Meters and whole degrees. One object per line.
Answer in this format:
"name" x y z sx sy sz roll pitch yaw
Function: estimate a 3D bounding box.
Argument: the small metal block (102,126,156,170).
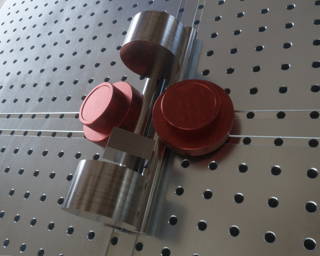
"small metal block" -0.038 0.025 0.367 0.050 0.050 0.025 20 66 -9

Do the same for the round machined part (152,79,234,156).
"round machined part" 0.039 -0.019 0.372 0.098 0.042 0.098 -4 62 9

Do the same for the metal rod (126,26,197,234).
"metal rod" 0.009 -0.015 0.412 0.025 0.025 0.300 1 62 29

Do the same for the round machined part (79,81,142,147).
"round machined part" -0.075 -0.025 0.437 0.098 0.042 0.098 -24 48 30

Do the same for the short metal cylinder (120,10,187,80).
"short metal cylinder" -0.008 -0.109 0.415 0.080 0.080 0.050 1 62 28

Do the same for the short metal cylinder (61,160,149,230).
"short metal cylinder" -0.057 0.072 0.331 0.080 0.080 0.050 1 62 28

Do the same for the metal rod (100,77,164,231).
"metal rod" -0.023 -0.013 0.427 0.025 0.025 0.300 1 62 29
